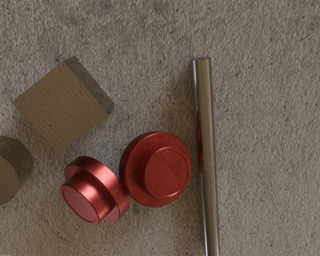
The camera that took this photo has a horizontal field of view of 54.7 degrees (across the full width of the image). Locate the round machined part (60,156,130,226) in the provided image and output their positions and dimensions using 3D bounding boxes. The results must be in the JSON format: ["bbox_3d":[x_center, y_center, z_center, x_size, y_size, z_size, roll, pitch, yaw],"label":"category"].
[{"bbox_3d":[-0.091,0.088,0.405,0.098,0.042,0.097,23,136,26],"label":"round machined part"}]

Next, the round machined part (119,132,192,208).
[{"bbox_3d":[0.001,0.055,0.397,0.099,0.042,0.097,-3,96,-30],"label":"round machined part"}]

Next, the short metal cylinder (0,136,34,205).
[{"bbox_3d":[-0.219,0.056,0.415,0.081,0.050,0.079,0,110,0],"label":"short metal cylinder"}]

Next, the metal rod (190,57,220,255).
[{"bbox_3d":[0.065,0.054,0.430,0.025,0.025,0.298,-6,110,2],"label":"metal rod"}]

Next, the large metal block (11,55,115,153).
[{"bbox_3d":[-0.116,-0.031,0.384,0.080,0.050,0.080,-35,107,12],"label":"large metal block"}]
